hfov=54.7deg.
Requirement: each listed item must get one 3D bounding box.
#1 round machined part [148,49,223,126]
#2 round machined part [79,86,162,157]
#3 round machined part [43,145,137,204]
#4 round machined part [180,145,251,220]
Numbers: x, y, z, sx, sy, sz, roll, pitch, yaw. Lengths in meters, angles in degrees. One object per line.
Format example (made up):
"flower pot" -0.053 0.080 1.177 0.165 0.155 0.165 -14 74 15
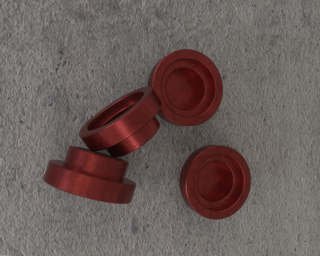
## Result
"round machined part" 0.030 -0.051 0.411 0.099 0.042 0.097 0 90 -20
"round machined part" -0.040 -0.004 0.356 0.098 0.098 0.042 -38 110 -16
"round machined part" -0.073 0.048 0.343 0.099 0.098 0.042 18 84 -19
"round machined part" 0.072 0.072 0.426 0.099 0.042 0.097 0 90 -20
